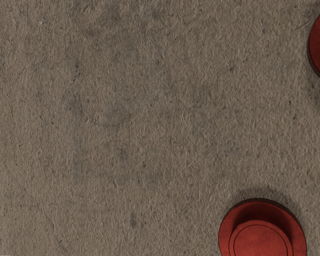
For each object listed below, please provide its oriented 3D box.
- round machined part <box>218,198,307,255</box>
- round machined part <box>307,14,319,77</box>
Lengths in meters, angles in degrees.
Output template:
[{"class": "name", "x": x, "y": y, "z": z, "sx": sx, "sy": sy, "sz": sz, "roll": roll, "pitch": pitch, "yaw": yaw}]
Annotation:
[{"class": "round machined part", "x": 0.117, "y": 0.134, "z": 0.359, "sx": 0.098, "sy": 0.042, "sz": 0.097, "roll": 0, "pitch": 90, "yaw": 19}, {"class": "round machined part", "x": 0.209, "y": -0.088, "z": 0.327, "sx": 0.098, "sy": 0.042, "sz": 0.097, "roll": 0, "pitch": 90, "yaw": 19}]
